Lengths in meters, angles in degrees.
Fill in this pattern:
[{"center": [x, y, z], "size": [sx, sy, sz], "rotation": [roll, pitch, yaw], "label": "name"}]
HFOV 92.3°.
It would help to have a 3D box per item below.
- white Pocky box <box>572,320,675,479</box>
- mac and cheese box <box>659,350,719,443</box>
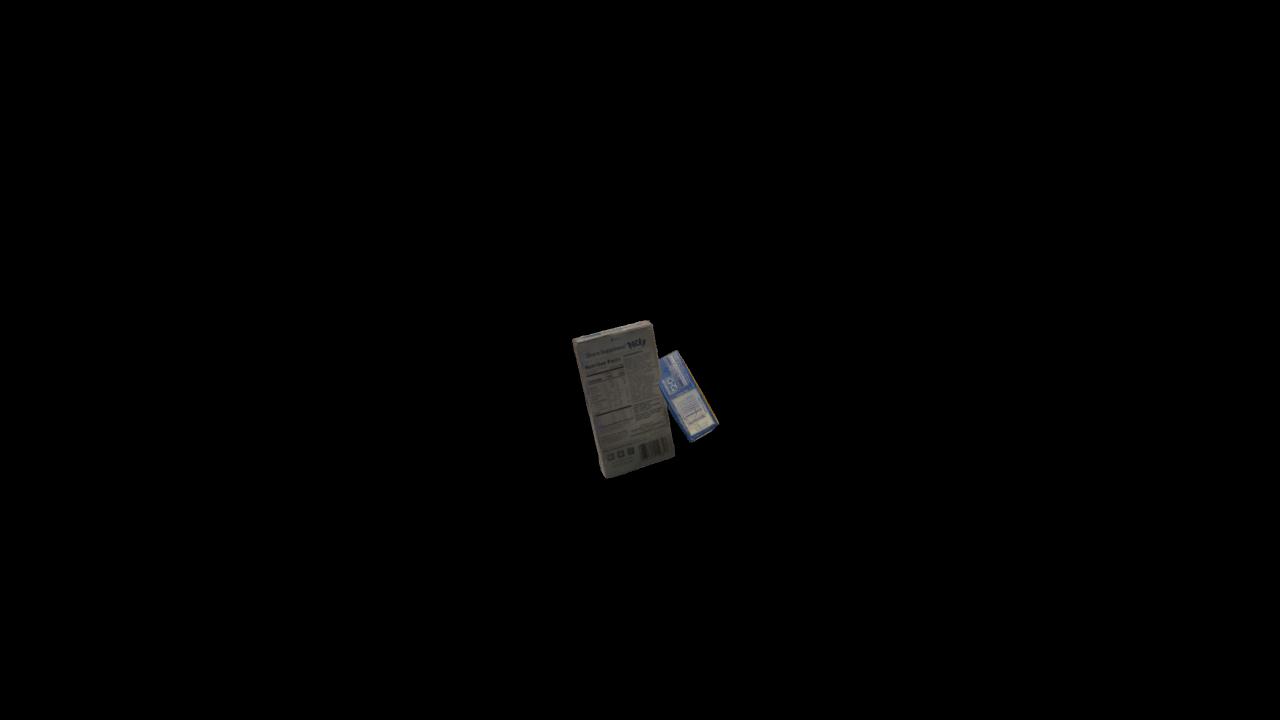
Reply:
[{"center": [-0.015, 0.042, 0.646], "size": [0.084, 0.154, 0.028], "rotation": [-15, 18, -14], "label": "white Pocky box"}, {"center": [0.052, 0.049, 0.725], "size": [0.041, 0.093, 0.184], "rotation": [-31, -9, 0], "label": "mac and cheese box"}]
